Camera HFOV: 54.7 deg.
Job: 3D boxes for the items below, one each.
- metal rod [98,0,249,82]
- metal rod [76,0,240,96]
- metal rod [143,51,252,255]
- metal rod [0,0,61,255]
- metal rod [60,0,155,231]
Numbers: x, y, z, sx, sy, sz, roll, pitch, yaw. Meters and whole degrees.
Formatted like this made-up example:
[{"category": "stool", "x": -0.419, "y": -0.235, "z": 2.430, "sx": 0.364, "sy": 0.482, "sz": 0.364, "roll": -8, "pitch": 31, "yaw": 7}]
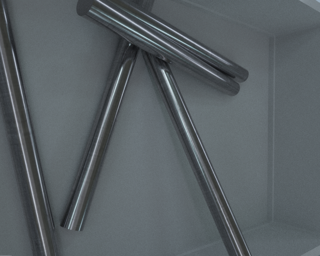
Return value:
[{"category": "metal rod", "x": 0.038, "y": -0.111, "z": 0.417, "sx": 0.302, "sy": 0.025, "sz": 0.025, "roll": 12, "pitch": 82, "yaw": -46}, {"category": "metal rod", "x": 0.026, "y": -0.089, "z": 0.396, "sx": 0.302, "sy": 0.025, "sz": 0.025, "roll": 15, "pitch": 81, "yaw": -50}, {"category": "metal rod", "x": 0.046, "y": 0.035, "z": 0.382, "sx": 0.025, "sy": 0.025, "sz": 0.299, "roll": -17, "pitch": 80, "yaw": -39}, {"category": "metal rod", "x": -0.133, "y": 0.002, "z": 0.295, "sx": 0.025, "sy": 0.025, "sz": 0.298, "roll": -15, "pitch": 100, "yaw": -39}, {"category": "metal rod", "x": -0.055, "y": -0.035, "z": 0.361, "sx": 0.025, "sy": 0.025, "sz": 0.299, "roll": 25, "pitch": 74, "yaw": -38}]
